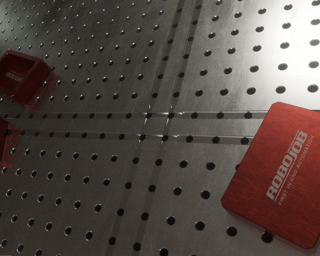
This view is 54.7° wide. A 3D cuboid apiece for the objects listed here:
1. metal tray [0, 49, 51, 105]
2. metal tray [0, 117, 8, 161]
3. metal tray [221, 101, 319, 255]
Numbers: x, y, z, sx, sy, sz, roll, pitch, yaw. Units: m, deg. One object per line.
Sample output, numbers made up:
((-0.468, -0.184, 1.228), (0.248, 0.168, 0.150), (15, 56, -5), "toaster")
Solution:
((-0.287, -0.104, 0.616), (0.130, 0.030, 0.090), (21, 72, 35), "metal tray")
((-0.342, 0.035, 0.558), (0.130, 0.030, 0.090), (-19, 54, 16), "metal tray")
((0.132, 0.043, 0.309), (0.090, 0.030, 0.130), (22, 73, 35), "metal tray")
